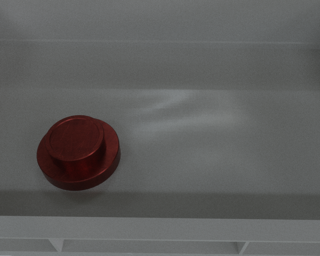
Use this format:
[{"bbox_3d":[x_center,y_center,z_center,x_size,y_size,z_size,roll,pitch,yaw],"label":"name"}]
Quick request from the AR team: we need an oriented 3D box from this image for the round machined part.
[{"bbox_3d":[-0.099,0.022,0.375,0.099,0.042,0.098,0,50,0],"label":"round machined part"}]
